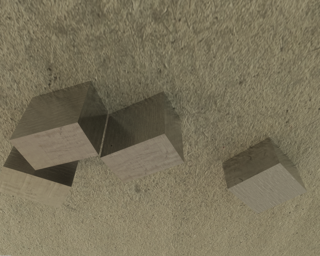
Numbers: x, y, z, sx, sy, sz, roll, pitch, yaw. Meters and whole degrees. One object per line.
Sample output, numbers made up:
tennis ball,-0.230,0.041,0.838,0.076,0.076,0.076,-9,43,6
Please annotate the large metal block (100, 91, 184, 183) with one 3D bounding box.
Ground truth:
large metal block,-0.020,0.011,0.380,0.080,0.080,0.050,-21,127,17

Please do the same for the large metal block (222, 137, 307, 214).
large metal block,0.151,0.071,0.453,0.080,0.050,0.080,-34,122,25

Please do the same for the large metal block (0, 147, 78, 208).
large metal block,-0.156,0.049,0.411,0.080,0.080,0.050,22,127,-18

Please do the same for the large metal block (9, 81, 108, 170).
large metal block,-0.114,-0.004,0.366,0.080,0.080,0.050,-14,129,11
